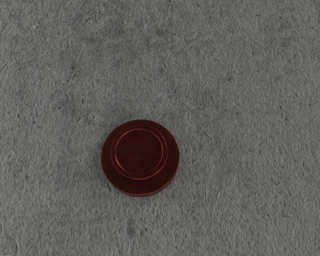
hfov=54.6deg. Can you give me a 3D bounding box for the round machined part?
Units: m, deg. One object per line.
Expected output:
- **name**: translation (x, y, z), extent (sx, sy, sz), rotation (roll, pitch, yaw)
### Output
- **round machined part**: translation (-0.025, 0.034, 0.387), extent (0.099, 0.042, 0.098), rotation (0, 70, 0)
